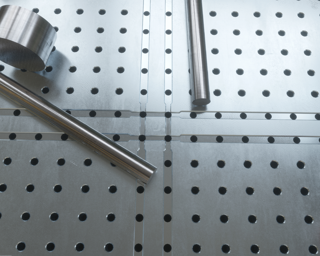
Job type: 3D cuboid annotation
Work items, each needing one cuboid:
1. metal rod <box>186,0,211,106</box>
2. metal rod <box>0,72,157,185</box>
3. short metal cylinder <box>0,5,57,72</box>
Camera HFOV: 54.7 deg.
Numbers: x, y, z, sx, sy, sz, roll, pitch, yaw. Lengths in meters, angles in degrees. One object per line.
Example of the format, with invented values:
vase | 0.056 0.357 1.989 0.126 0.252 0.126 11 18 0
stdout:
metal rod | 0.054 -0.176 0.476 0.025 0.025 0.299 -1 70 -1
metal rod | -0.138 -0.014 0.415 0.301 0.025 0.025 30 73 10
short metal cylinder | -0.190 -0.120 0.424 0.080 0.080 0.050 12 71 4
